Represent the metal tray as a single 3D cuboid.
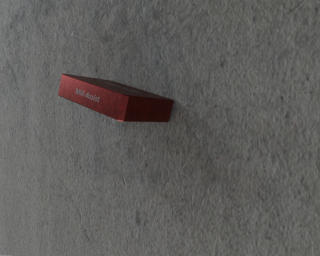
[{"bbox_3d":[-0.059,-0.040,0.409,0.130,0.091,0.030,22,104,37],"label":"metal tray"}]
